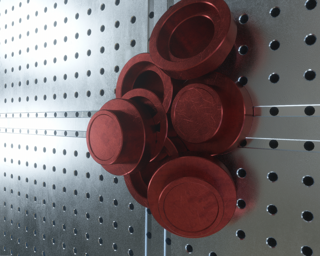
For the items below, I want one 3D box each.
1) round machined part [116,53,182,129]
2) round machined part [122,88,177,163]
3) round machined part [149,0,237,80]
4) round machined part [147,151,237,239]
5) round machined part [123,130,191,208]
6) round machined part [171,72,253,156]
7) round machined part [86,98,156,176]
[{"bbox_3d":[-0.010,-0.046,0.408,0.098,0.042,0.097,0,90,40],"label":"round machined part"},{"bbox_3d":[-0.015,-0.002,0.411,0.098,0.042,0.097,0,90,40],"label":"round machined part"},{"bbox_3d":[0.040,-0.097,0.352,0.098,0.042,0.098,-14,62,28],"label":"round machined part"},{"bbox_3d":[0.034,0.078,0.339,0.098,0.042,0.097,1,103,7],"label":"round machined part"},{"bbox_3d":[0.001,0.051,0.398,0.098,0.042,0.097,0,90,40],"label":"round machined part"},{"bbox_3d":[0.052,-0.016,0.356,0.098,0.042,0.097,0,90,40],"label":"round machined part"},{"bbox_3d":[-0.055,0.011,0.390,0.098,0.042,0.097,0,90,40],"label":"round machined part"}]
